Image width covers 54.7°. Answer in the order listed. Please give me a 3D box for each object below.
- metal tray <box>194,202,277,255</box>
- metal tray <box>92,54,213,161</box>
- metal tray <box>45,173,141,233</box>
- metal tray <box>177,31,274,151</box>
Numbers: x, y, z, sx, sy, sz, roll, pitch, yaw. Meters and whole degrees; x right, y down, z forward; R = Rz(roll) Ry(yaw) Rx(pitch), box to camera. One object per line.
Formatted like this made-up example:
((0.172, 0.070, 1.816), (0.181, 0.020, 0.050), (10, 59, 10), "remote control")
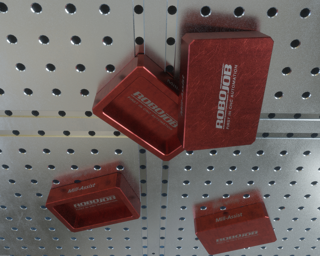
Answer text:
((0.139, 0.188, 0.571), (0.130, 0.030, 0.090), (-18, 128, 14), "metal tray")
((-0.006, -0.019, 0.391), (0.130, 0.030, 0.090), (37, 121, -27), "metal tray")
((-0.108, 0.126, 0.514), (0.130, 0.030, 0.090), (-16, 129, 12), "metal tray")
((0.069, -0.039, 0.349), (0.091, 0.030, 0.129), (-5, 120, -11), "metal tray")
